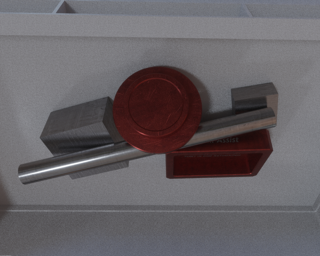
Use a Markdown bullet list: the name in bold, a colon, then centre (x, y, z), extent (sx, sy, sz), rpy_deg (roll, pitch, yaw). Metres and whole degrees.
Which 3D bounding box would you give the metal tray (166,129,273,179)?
- **metal tray**: centre (0.073, 0.037, 0.418), extent (0.131, 0.030, 0.090), rpy_deg (-2, 150, 0)

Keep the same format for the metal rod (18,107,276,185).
- **metal rod**: centre (-0.015, 0.021, 0.366), extent (0.302, 0.025, 0.025), rpy_deg (-13, 130, 1)

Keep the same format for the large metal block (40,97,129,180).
- **large metal block**: centre (-0.091, 0.015, 0.401), extent (0.080, 0.050, 0.080), rpy_deg (-14, 129, 11)

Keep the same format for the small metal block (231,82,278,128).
- **small metal block**: centre (0.118, -0.025, 0.387), extent (0.050, 0.025, 0.050), rpy_deg (-9, 130, 7)

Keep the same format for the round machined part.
- **round machined part**: centre (-0.003, -0.021, 0.339), extent (0.099, 0.097, 0.042), rpy_deg (-4, 171, 2)
